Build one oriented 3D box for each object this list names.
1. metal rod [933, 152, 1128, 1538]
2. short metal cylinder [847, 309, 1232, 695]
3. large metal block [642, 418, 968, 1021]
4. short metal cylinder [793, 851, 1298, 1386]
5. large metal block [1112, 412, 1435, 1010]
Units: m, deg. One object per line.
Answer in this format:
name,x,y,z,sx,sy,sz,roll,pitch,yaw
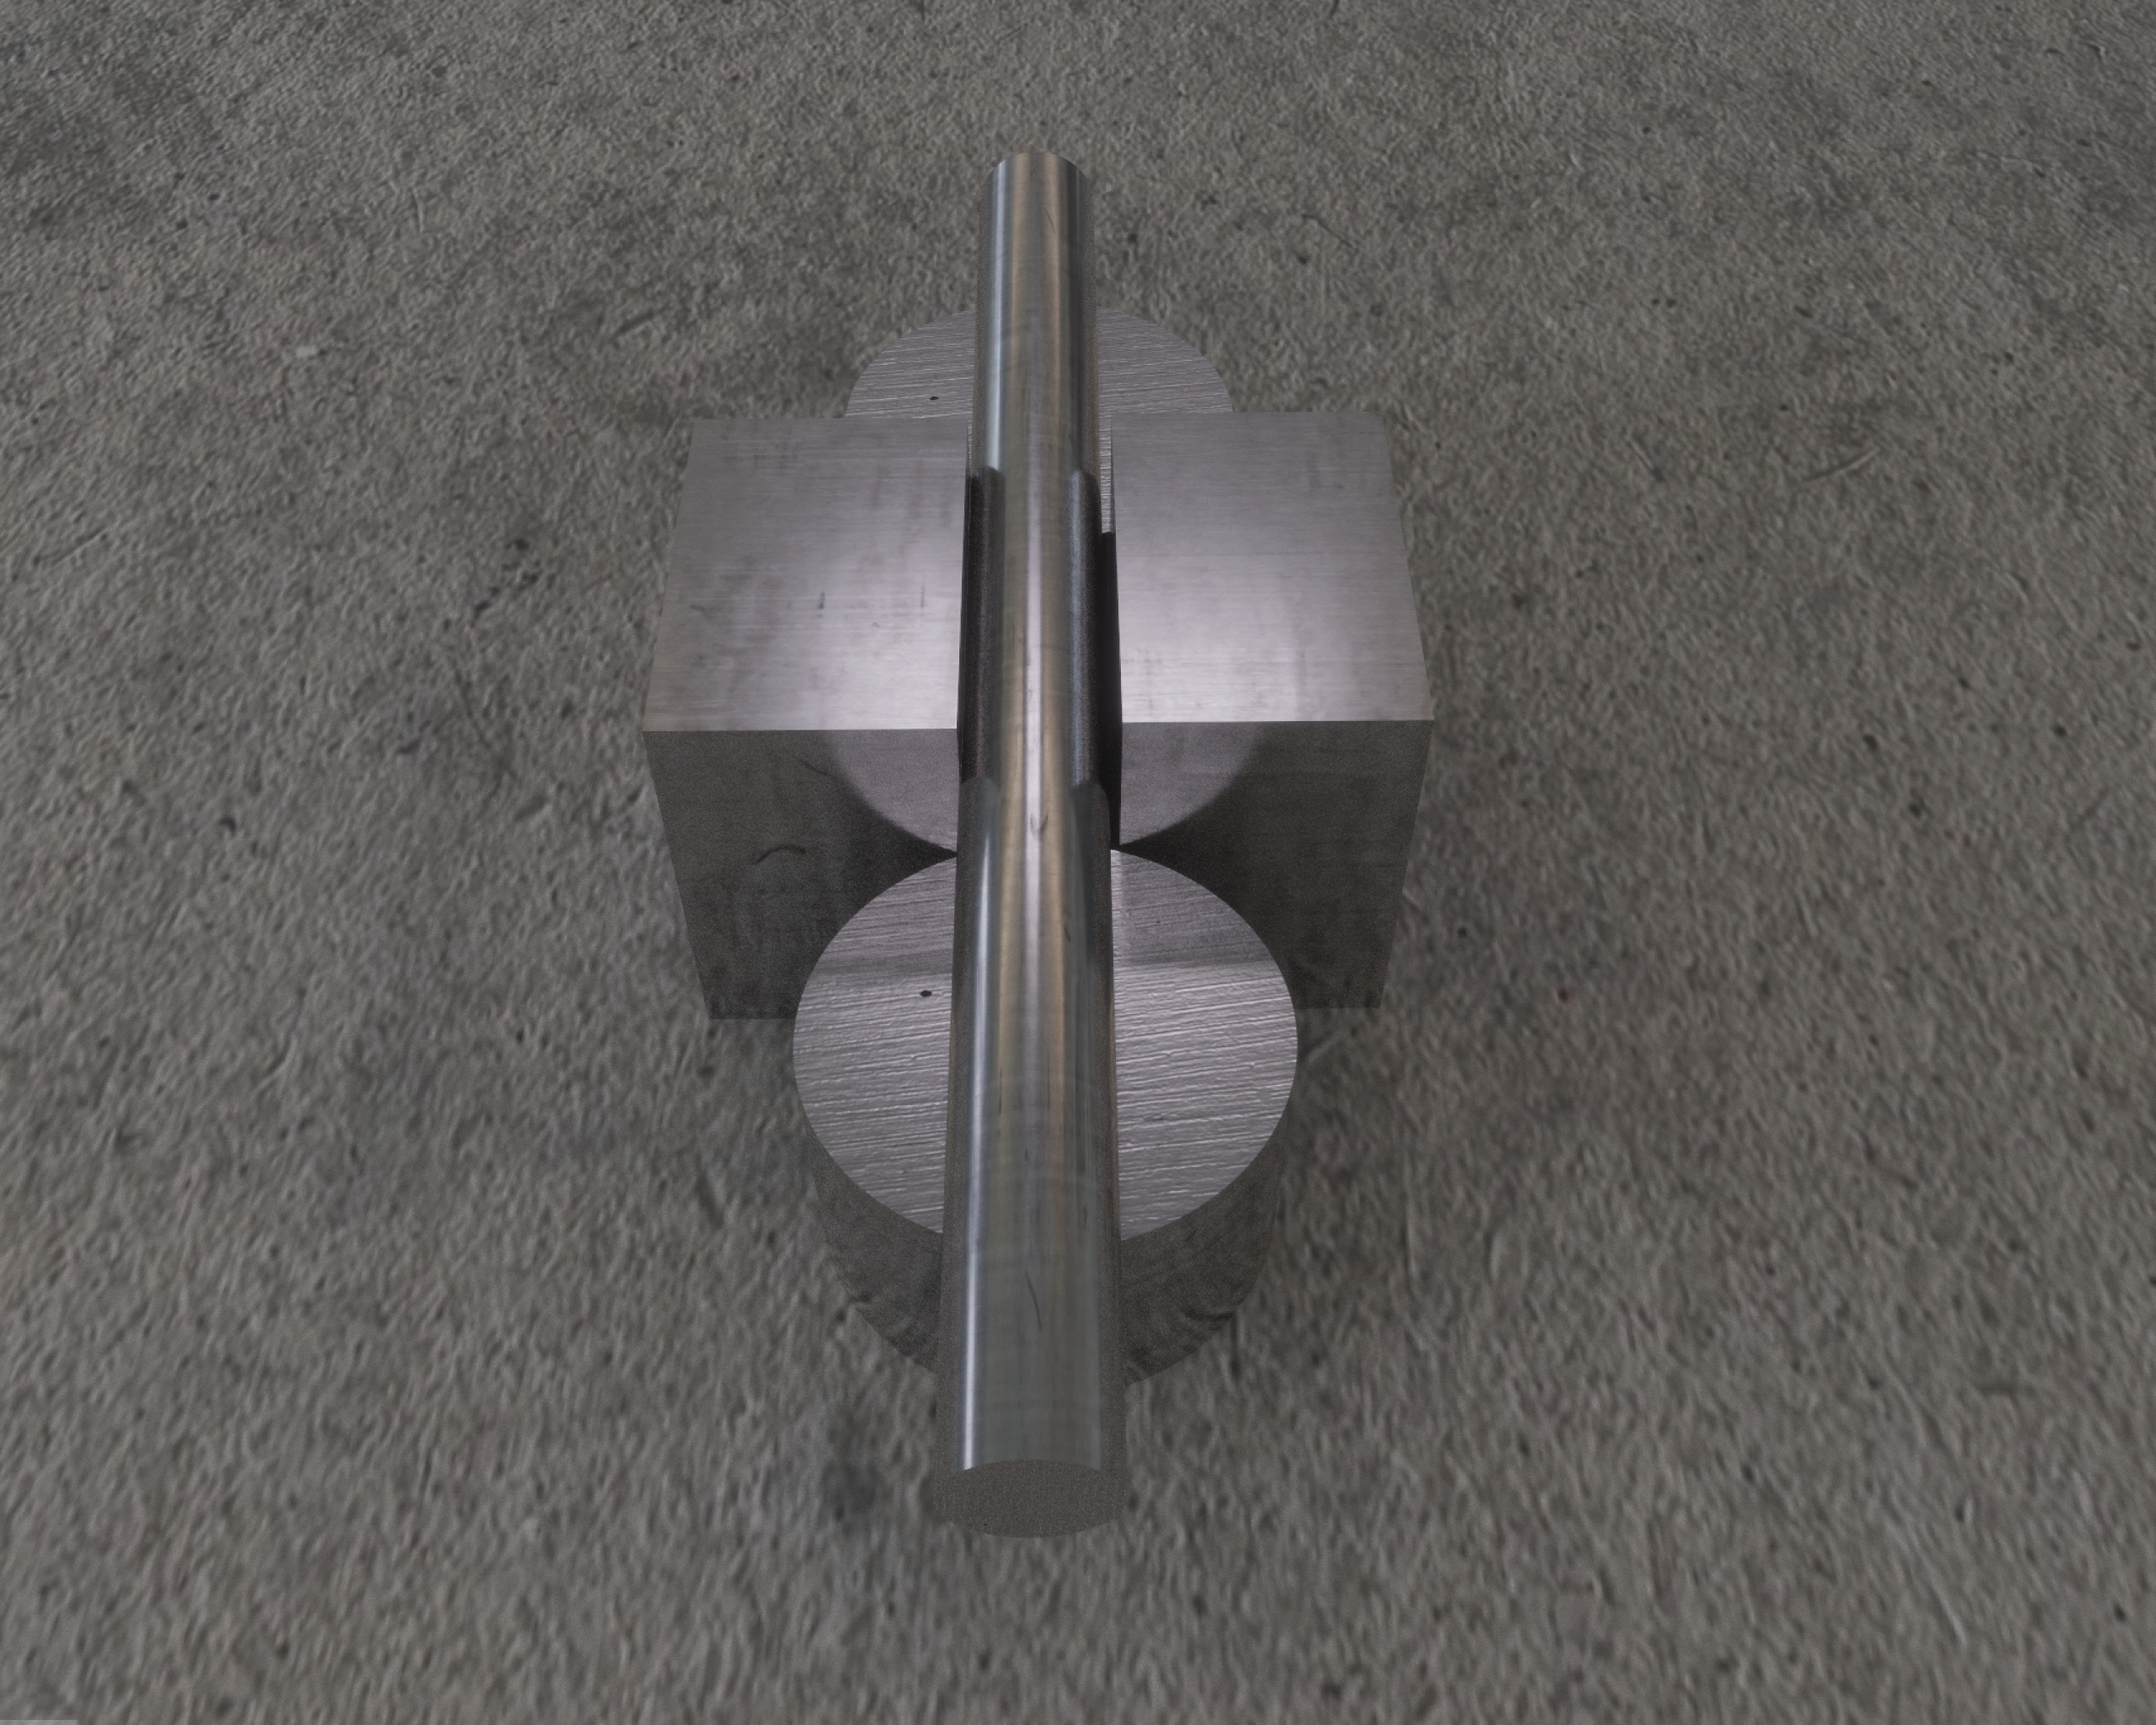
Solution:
metal rod,-0.008,-0.032,0.366,0.025,0.025,0.300,0,50,0
short metal cylinder,-0.008,-0.077,0.453,0.081,0.050,0.080,0,49,0
large metal block,-0.045,-0.026,0.390,0.050,0.080,0.080,-1,50,-1
short metal cylinder,-0.005,0.043,0.353,0.081,0.050,0.080,0,49,0
large metal block,0.032,-0.028,0.392,0.050,0.080,0.080,-1,50,-1
